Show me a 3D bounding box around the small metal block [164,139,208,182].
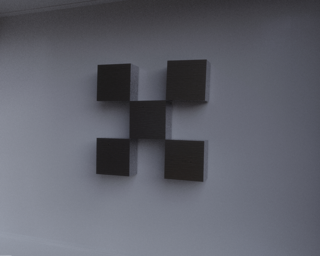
[{"bbox_3d":[0.034,0.040,0.396,0.050,0.025,0.050,1,91,20],"label":"small metal block"}]

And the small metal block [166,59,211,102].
[{"bbox_3d":[0.036,-0.059,0.395,0.050,0.025,0.050,3,91,20],"label":"small metal block"}]

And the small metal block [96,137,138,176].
[{"bbox_3d":[-0.060,0.039,0.429,0.050,0.025,0.050,1,90,20],"label":"small metal block"}]

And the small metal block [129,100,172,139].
[{"bbox_3d":[-0.012,-0.011,0.412,0.050,0.025,0.050,1,90,20],"label":"small metal block"}]

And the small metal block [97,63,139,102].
[{"bbox_3d":[-0.058,-0.061,0.429,0.050,0.025,0.050,2,91,20],"label":"small metal block"}]
